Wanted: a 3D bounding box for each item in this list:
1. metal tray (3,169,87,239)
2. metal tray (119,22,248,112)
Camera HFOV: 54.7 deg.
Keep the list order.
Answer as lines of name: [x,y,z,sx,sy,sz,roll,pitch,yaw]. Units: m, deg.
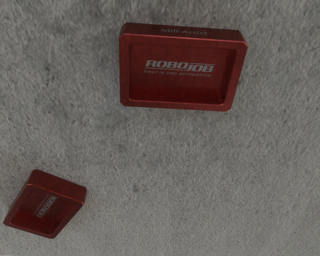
metal tray: [-0.191,0.130,0.511,0.090,0.030,0.129,27,125,-22]
metal tray: [0.022,-0.065,0.348,0.131,0.030,0.089,3,130,-3]
